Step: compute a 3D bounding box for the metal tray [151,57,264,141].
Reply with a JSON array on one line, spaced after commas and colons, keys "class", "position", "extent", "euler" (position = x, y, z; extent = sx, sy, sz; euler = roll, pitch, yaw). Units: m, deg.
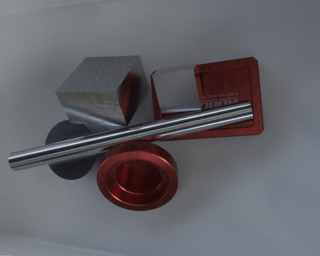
[{"class": "metal tray", "position": [0.057, -0.032, 0.385], "extent": [0.130, 0.030, 0.089], "euler": [-5, 88, 19]}]

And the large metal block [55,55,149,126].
[{"class": "large metal block", "position": [-0.070, -0.049, 0.395], "extent": [0.080, 0.080, 0.050], "euler": [3, 133, 20]}]

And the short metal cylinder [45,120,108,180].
[{"class": "short metal cylinder", "position": [-0.111, 0.029, 0.432], "extent": [0.080, 0.050, 0.079], "euler": [0, 90, 19]}]

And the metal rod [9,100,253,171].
[{"class": "metal rod", "position": [-0.041, 0.011, 0.378], "extent": [0.301, 0.025, 0.025], "euler": [-12, 86, 8]}]

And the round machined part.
[{"class": "round machined part", "position": [-0.027, 0.055, 0.391], "extent": [0.099, 0.042, 0.097], "euler": [1, 122, 2]}]

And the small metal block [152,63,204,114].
[{"class": "small metal block", "position": [0.023, -0.048, 0.377], "extent": [0.050, 0.025, 0.050], "euler": [-5, 115, 20]}]
